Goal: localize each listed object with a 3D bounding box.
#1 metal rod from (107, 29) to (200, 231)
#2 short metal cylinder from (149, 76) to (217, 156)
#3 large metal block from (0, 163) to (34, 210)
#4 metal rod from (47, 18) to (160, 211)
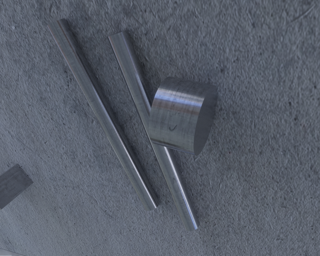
[{"bbox_3d":[-0.001,0.018,0.418,0.025,0.025,0.299,-7,115,31],"label":"metal rod"},{"bbox_3d":[0.028,-0.014,0.348,0.050,0.080,0.079,15,125,20],"label":"short metal cylinder"},{"bbox_3d":[-0.315,0.124,0.614,0.080,0.080,0.050,-26,104,37],"label":"large metal block"},{"bbox_3d":[-0.072,-0.006,0.441,0.025,0.025,0.299,-12,112,33],"label":"metal rod"}]
